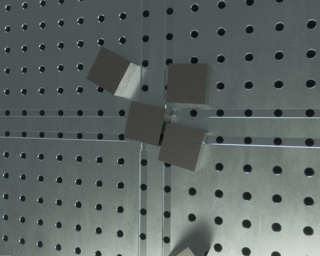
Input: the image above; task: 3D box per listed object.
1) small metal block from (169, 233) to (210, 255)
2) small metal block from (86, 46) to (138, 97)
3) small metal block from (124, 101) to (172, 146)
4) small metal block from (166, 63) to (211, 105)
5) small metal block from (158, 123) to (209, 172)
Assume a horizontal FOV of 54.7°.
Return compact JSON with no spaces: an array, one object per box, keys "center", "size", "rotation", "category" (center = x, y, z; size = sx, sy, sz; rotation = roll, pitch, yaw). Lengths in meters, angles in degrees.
[{"center":[0.031,0.164,0.388],"size":[0.050,0.050,0.025],"rotation":[-42,77,15],"category":"small metal block"},{"center":[-0.067,-0.079,0.435],"size":[0.050,0.025,0.050],"rotation":[32,100,17],"category":"small metal block"},{"center":[-0.016,-0.006,0.417],"size":[0.050,0.025,0.050],"rotation":[14,95,19],"category":"small metal block"},{"center":[0.037,-0.056,0.399],"size":[0.050,0.025,0.050],"rotation":[4,92,19],"category":"small metal block"},{"center":[0.030,0.024,0.401],"size":[0.050,0.025,0.050],"rotation":[16,95,19],"category":"small metal block"}]
